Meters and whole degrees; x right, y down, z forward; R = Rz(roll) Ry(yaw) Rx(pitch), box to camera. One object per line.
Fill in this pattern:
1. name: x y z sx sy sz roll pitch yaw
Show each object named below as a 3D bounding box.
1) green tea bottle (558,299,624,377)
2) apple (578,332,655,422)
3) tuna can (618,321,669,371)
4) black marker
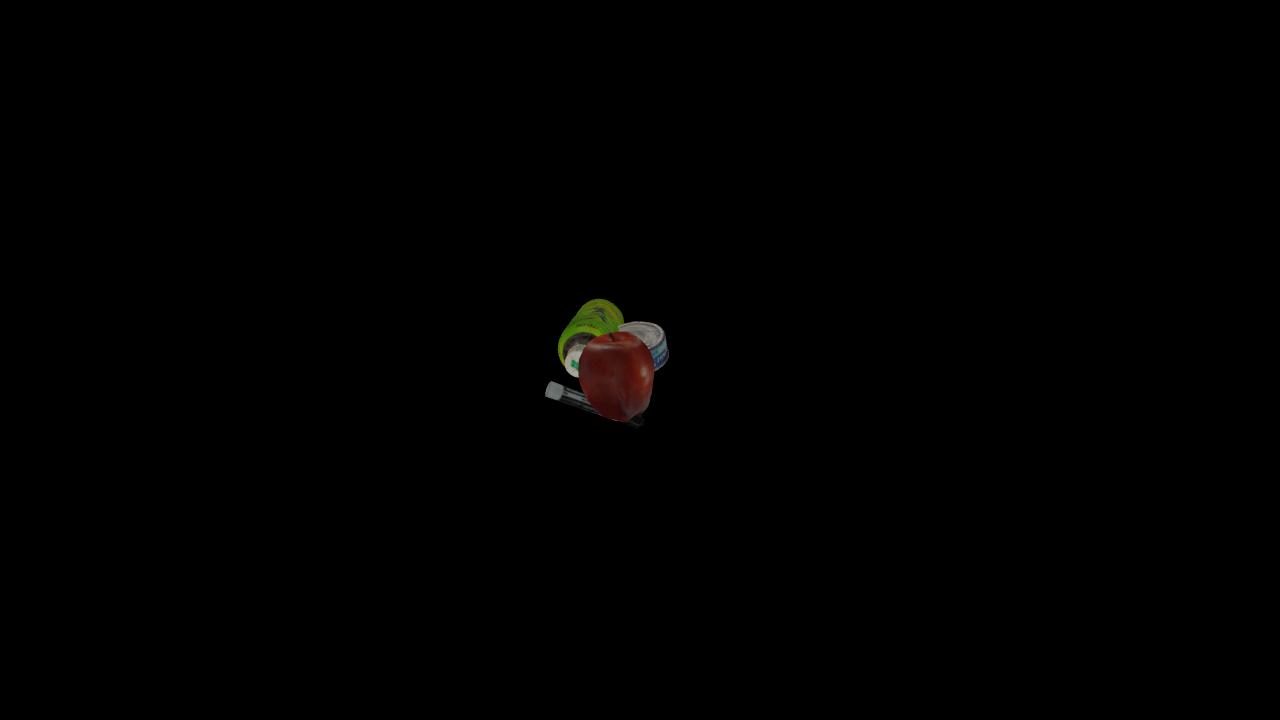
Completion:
1. green tea bottle: -0.060 -0.024 0.764 0.073 0.073 0.212 0 16 1
2. apple: -0.024 0.015 0.632 0.079 0.093 0.079 -7 19 2
3. tuna can: -0.007 -0.015 0.768 0.084 0.034 0.084 -8 32 5
4. black marker: -0.050 0.053 0.705 0.121 0.020 0.020 21 -7 -19
